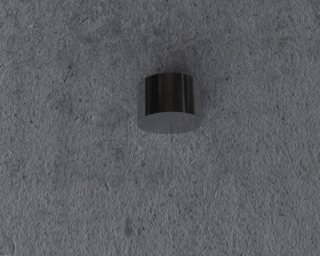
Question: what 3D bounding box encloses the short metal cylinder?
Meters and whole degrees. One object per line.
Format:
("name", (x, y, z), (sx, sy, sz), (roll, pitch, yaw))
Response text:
("short metal cylinder", (0.012, -0.028, 0.391), (0.081, 0.080, 0.050), (-1, 70, -1))
